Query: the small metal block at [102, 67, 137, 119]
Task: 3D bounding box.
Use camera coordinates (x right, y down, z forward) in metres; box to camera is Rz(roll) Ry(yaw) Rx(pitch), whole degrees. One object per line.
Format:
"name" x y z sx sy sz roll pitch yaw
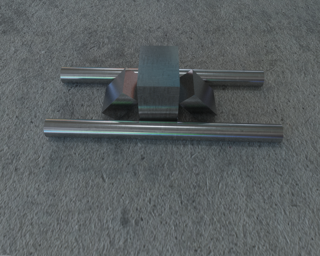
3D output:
"small metal block" -0.053 -0.046 0.425 0.025 0.050 0.050 28 43 -29

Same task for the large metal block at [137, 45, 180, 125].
"large metal block" -0.002 -0.054 0.417 0.050 0.080 0.080 1 50 0

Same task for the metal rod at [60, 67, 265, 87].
"metal rod" 0.004 -0.078 0.470 0.302 0.025 0.025 1 50 0

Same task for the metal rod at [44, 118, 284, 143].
"metal rod" 0.004 0.003 0.402 0.302 0.025 0.025 1 50 0

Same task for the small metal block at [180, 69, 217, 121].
"small metal block" 0.051 -0.043 0.424 0.025 0.050 0.050 -30 41 31
